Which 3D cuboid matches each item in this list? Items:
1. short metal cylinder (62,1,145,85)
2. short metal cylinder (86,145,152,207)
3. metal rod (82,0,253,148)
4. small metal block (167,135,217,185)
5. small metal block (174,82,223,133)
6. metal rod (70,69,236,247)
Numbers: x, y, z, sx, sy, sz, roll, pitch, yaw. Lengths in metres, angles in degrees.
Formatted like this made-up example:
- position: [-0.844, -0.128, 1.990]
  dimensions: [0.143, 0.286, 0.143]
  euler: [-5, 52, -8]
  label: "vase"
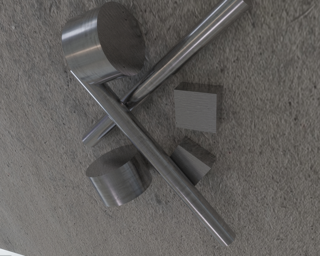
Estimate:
- position: [-0.060, -0.092, 0.346]
  dimensions: [0.050, 0.080, 0.080]
  euler: [-8, 114, 32]
  label: "short metal cylinder"
- position: [-0.058, 0.066, 0.443]
  dimensions: [0.080, 0.080, 0.050]
  euler: [-12, 112, 33]
  label: "short metal cylinder"
- position: [-0.015, -0.052, 0.382]
  dimensions: [0.025, 0.025, 0.299]
  euler: [48, 129, -6]
  label: "metal rod"
- position: [0.039, 0.046, 0.415]
  dimensions: [0.050, 0.025, 0.050]
  euler: [36, 129, 4]
  label: "small metal block"
- position: [0.046, -0.025, 0.367]
  dimensions: [0.050, 0.025, 0.050]
  euler: [9, 123, 23]
  label: "small metal block"
- position: [-0.004, 0.037, 0.398]
  dimensions: [0.025, 0.025, 0.300]
  euler: [-34, 100, 38]
  label: "metal rod"
